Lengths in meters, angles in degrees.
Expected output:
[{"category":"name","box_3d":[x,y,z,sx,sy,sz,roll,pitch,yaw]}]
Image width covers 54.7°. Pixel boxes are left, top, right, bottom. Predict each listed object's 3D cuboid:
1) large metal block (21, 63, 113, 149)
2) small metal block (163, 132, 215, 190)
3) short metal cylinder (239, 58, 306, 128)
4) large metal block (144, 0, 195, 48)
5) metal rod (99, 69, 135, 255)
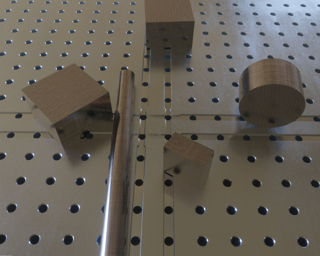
[{"category":"large metal block","box_3d":[-0.122,-0.032,0.417,0.080,0.050,0.080,-36,59,-26]},{"category":"small metal block","box_3d":[0.032,0.039,0.359,0.050,0.050,0.025,26,55,19]},{"category":"short metal cylinder","box_3d":[0.147,-0.045,0.412,0.080,0.080,0.050,8,51,6]},{"category":"large metal block","box_3d":[0.014,-0.188,0.550,0.081,0.050,0.080,-2,50,-3]},{"category":"metal rod","box_3d":[-0.048,0.035,0.377,0.025,0.025,0.300,0,50,-1]}]
